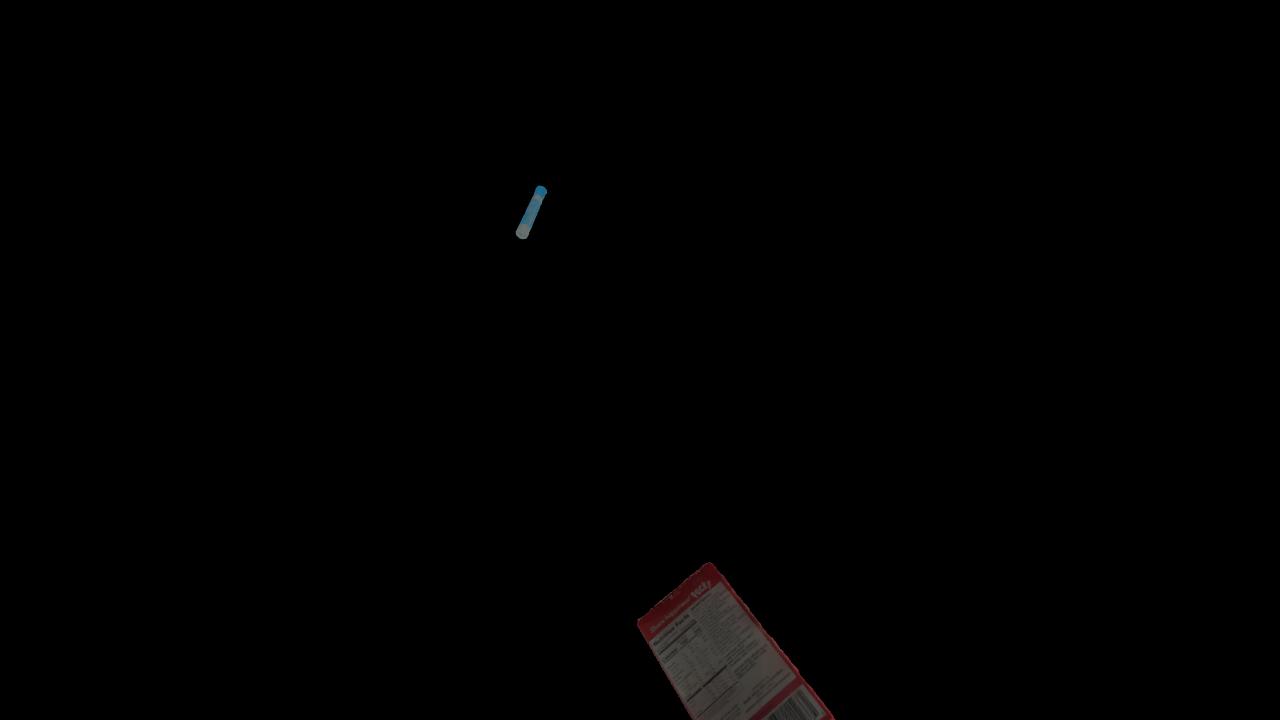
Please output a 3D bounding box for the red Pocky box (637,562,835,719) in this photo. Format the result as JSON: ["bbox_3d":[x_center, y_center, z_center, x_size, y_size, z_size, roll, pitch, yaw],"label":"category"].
[{"bbox_3d":[0.067,0.234,0.463,0.083,0.028,0.155,-39,37,-6],"label":"red Pocky box"}]

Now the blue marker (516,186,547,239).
[{"bbox_3d":[-0.169,-0.234,0.963,0.020,0.121,0.020,7,-40,6],"label":"blue marker"}]
